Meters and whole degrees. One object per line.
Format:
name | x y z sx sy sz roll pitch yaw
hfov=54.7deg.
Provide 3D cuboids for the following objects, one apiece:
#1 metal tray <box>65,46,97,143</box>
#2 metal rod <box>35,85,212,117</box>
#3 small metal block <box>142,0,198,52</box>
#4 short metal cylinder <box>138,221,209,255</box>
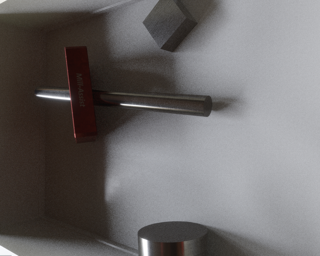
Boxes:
metal tray | -0.119 -0.046 0.468 0.090 0.030 0.129 147 115 -74
metal rod | -0.071 -0.042 0.438 0.300 0.025 0.025 8 95 31
small metal block | 0.012 -0.134 0.395 0.050 0.025 0.050 -45 64 30
short metal cylinder | 0.016 0.143 0.356 0.080 0.081 0.050 -4 87 39
